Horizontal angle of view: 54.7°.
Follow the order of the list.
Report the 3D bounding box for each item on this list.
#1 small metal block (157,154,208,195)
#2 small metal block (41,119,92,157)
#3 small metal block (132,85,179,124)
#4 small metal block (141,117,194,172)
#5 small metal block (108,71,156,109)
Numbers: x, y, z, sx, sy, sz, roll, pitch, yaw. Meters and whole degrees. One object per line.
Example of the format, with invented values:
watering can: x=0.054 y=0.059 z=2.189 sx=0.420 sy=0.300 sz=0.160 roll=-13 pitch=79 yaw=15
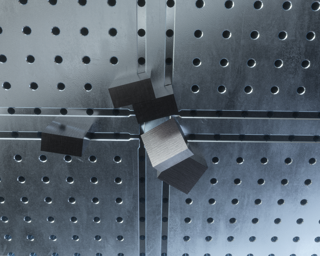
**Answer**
small metal block: x=0.031 y=0.057 z=0.435 sx=0.050 sy=0.025 sz=0.050 roll=31 pitch=107 yaw=-11
small metal block: x=-0.120 y=0.012 z=0.403 sx=0.050 sy=0.050 sz=0.025 roll=9 pitch=110 yaw=-4
small metal block: x=-0.005 y=-0.031 z=0.389 sx=0.050 sy=0.050 sz=0.025 roll=-15 pitch=110 yaw=5
small metal block: x=0.009 y=0.022 z=0.406 sx=0.050 sy=0.050 sz=0.025 roll=-29 pitch=148 yaw=10
small metal block: x=-0.032 y=-0.048 z=0.382 sx=0.050 sy=0.050 sz=0.025 roll=-14 pitch=110 yaw=4
